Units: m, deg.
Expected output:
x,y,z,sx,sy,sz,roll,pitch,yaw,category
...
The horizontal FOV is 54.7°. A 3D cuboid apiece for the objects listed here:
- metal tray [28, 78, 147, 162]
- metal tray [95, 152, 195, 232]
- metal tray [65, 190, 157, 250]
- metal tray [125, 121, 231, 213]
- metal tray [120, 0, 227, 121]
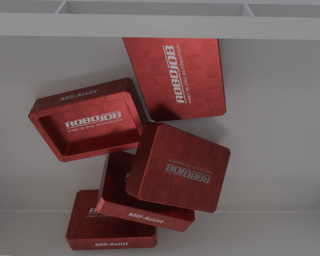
x,y,z,sx,sy,sz,roll,pitch,yaw,category
-0.086,-0.007,0.398,0.131,0.030,0.090,-12,129,9,metal tray
-0.018,0.088,0.440,0.131,0.090,0.030,18,130,-15,metal tray
-0.070,0.140,0.484,0.131,0.090,0.030,-3,130,2,metal tray
0.028,0.053,0.393,0.131,0.090,0.030,21,172,-36,metal tray
0.021,-0.065,0.336,0.090,0.030,0.129,-5,136,13,metal tray
